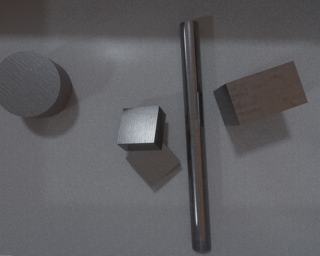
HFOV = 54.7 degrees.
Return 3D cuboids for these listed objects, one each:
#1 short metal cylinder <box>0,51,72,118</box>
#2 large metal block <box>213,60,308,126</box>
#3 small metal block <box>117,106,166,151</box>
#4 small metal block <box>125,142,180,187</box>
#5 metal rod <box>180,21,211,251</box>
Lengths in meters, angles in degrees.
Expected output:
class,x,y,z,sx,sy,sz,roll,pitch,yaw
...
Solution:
class,x,y,z,sx,sy,sz,roll,pitch,yaw
short metal cylinder,-0.160,-0.053,0.397,0.081,0.050,0.079,0,90,-1
large metal block,0.119,-0.039,0.386,0.080,0.080,0.050,-19,90,0
small metal block,-0.023,0.001,0.393,0.050,0.025,0.050,-3,64,22
small metal block,-0.009,0.041,0.411,0.050,0.025,0.050,-41,91,0
metal rod,0.047,0.010,0.412,0.025,0.025,0.298,-3,90,-1
